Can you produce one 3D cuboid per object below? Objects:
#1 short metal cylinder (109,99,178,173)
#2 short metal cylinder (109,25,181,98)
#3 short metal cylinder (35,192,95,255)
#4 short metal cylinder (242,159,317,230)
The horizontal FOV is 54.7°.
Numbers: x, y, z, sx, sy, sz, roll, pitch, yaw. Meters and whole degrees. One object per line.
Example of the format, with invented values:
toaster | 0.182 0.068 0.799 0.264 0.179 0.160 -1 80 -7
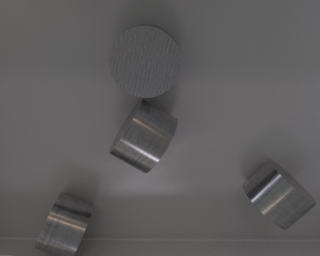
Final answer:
short metal cylinder | -0.021 0.009 0.385 0.050 0.080 0.080 31 107 -11
short metal cylinder | -0.017 -0.081 0.368 0.081 0.050 0.079 0 110 0
short metal cylinder | -0.131 0.136 0.431 0.050 0.080 0.080 24 108 -9
short metal cylinder | 0.159 0.088 0.416 0.080 0.080 0.050 37 106 -13
